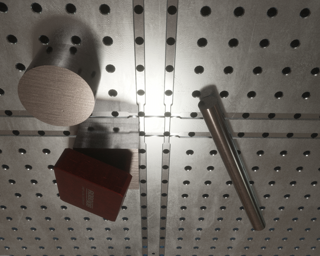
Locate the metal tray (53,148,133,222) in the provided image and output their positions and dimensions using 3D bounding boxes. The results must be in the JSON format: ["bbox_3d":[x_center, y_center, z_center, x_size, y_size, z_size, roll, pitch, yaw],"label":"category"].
[{"bbox_3d":[-0.093,0.083,0.425,0.090,0.030,0.129,23,147,0],"label":"metal tray"}]

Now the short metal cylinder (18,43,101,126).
[{"bbox_3d":[-0.111,-0.048,0.353,0.081,0.050,0.079,-1,130,0],"label":"short metal cylinder"}]

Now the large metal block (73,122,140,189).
[{"bbox_3d":[-0.069,0.039,0.428,0.081,0.050,0.079,1,130,-2],"label":"large metal block"}]

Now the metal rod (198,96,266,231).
[{"bbox_3d":[0.120,0.072,0.475,0.025,0.025,0.299,-19,128,15],"label":"metal rod"}]
